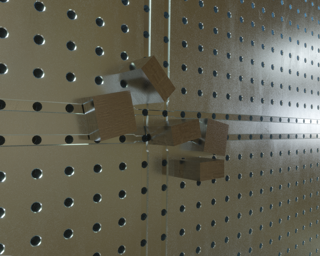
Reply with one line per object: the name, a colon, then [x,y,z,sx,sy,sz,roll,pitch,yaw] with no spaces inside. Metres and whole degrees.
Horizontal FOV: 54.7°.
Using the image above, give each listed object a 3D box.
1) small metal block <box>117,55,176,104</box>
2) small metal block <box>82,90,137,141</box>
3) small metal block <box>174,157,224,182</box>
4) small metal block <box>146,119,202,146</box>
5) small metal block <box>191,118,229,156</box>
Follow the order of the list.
small metal block: [-0.017,-0.057,0.380,0.025,0.050,0.050,-52,121,-28]
small metal block: [-0.058,-0.015,0.362,0.050,0.025,0.050,-16,100,-39]
small metal block: [0.056,0.058,0.442,0.050,0.050,0.025,-1,91,-40]
small metal block: [0.018,0.005,0.410,0.050,0.050,0.025,-15,100,-39]
small metal block: [0.078,0.015,0.477,0.050,0.025,0.050,14,81,-39]
